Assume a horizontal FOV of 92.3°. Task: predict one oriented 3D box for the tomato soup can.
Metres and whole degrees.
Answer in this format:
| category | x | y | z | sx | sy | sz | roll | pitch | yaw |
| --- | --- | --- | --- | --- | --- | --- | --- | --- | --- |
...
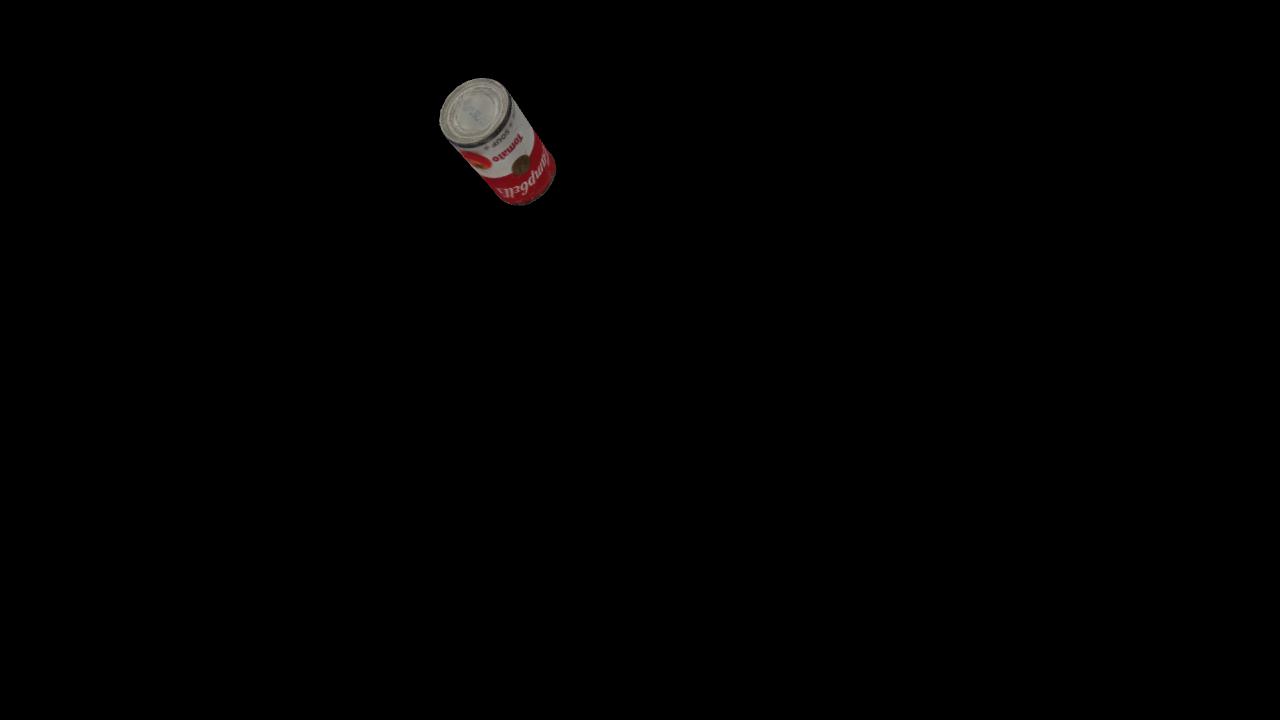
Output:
| category | x | y | z | sx | sy | sz | roll | pitch | yaw |
| --- | --- | --- | --- | --- | --- | --- | --- | --- | --- |
| tomato soup can | -0.127 | -0.196 | 0.561 | 0.068 | 0.068 | 0.101 | 0 | -16 | 15 |
